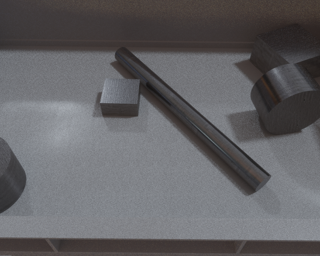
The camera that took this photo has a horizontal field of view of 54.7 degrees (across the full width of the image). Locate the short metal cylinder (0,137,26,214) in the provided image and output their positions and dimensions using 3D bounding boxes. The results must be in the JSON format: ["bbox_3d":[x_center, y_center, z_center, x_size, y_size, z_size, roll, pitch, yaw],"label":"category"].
[{"bbox_3d":[-0.198,0.053,0.342,0.081,0.050,0.080,0,50,0],"label":"short metal cylinder"}]

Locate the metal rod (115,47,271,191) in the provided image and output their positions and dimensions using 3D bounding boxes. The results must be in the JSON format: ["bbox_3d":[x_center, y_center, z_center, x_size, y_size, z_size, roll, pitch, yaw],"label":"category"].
[{"bbox_3d":[0.027,-0.029,0.429,0.025,0.025,0.300,-30,56,-23],"label":"metal rod"}]

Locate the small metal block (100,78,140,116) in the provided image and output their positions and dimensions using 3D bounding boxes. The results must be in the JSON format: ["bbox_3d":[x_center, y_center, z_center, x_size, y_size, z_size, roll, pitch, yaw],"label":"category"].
[{"bbox_3d":[-0.055,-0.044,0.441,0.050,0.025,0.050,2,50,1],"label":"small metal block"}]

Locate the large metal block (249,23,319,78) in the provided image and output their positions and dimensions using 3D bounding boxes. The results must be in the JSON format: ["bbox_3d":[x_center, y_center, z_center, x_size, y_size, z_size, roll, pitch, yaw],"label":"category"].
[{"bbox_3d":[0.203,-0.113,0.487,0.081,0.050,0.080,-20,53,-16],"label":"large metal block"}]

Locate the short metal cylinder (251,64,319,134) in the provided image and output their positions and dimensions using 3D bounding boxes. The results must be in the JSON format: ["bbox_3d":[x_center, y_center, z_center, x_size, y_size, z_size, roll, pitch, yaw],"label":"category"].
[{"bbox_3d":[0.166,-0.036,0.402,0.081,0.080,0.050,-8,51,-7],"label":"short metal cylinder"}]
